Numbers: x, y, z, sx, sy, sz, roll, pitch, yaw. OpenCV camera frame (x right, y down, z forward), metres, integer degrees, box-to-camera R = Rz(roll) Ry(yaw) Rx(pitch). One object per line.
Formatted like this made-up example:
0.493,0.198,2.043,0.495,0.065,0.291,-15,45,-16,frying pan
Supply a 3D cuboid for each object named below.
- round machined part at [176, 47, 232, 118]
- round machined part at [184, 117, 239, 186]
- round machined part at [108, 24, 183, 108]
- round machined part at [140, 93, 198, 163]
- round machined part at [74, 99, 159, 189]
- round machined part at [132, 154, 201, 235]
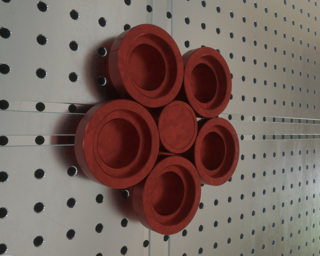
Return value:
0.055,-0.063,0.442,0.099,0.042,0.097,0,90,-40,round machined part
0.070,0.033,0.455,0.099,0.042,0.097,0,90,-40,round machined part
-0.021,-0.073,0.379,0.099,0.042,0.097,0,90,-40,round machined part
0.011,-0.001,0.406,0.099,0.042,0.097,0,90,-40,round machined part
-0.052,0.017,0.353,0.099,0.042,0.097,0,90,-40,round machined part
0.004,0.083,0.400,0.099,0.042,0.097,0,90,-40,round machined part
